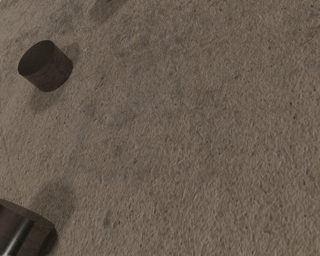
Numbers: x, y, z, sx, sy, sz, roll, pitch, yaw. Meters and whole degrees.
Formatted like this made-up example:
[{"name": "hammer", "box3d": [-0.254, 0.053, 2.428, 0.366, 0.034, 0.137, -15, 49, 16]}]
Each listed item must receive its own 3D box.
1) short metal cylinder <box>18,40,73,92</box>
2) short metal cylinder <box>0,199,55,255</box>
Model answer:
[{"name": "short metal cylinder", "box3d": [-0.207, -0.112, 0.563, 0.080, 0.050, 0.080, -13, 56, 20]}, {"name": "short metal cylinder", "box3d": [-0.180, 0.128, 0.383, 0.080, 0.080, 0.050, 16, 70, 34]}]
